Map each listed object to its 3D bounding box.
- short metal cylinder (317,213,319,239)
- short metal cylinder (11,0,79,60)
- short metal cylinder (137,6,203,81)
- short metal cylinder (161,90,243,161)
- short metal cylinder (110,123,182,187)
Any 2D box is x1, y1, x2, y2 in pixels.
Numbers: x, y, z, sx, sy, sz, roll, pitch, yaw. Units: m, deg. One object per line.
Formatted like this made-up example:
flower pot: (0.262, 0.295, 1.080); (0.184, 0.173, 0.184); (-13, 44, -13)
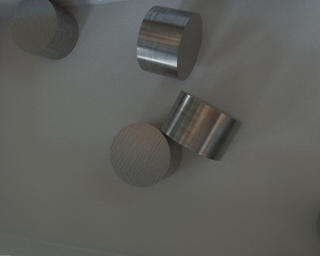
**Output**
short metal cylinder: (0.211, 0.114, 0.322); (0.080, 0.050, 0.080); (0, 90, 20)
short metal cylinder: (-0.169, -0.145, 0.457); (0.080, 0.050, 0.080); (0, 90, 20)
short metal cylinder: (0.014, -0.103, 0.376); (0.050, 0.080, 0.080); (18, 96, 19)
short metal cylinder: (0.049, -0.004, 0.364); (0.080, 0.080, 0.050); (31, 100, 17)
short metal cylinder: (-0.017, 0.033, 0.403); (0.080, 0.050, 0.080); (0, 90, 20)
